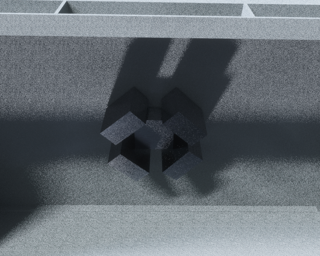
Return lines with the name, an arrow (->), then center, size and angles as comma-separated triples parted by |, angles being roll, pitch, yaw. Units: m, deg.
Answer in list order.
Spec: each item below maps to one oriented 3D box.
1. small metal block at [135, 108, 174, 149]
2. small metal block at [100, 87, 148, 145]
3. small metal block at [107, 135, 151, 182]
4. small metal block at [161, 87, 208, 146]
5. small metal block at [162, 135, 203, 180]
small metal block -> -0.007, 0.001, 0.407 | 0.050, 0.025, 0.050 | 0, 130, -1
small metal block -> -0.043, -0.015, 0.377 | 0.050, 0.050, 0.025 | -34, 122, 26
small metal block -> -0.040, 0.036, 0.421 | 0.025, 0.050, 0.050 | -37, 121, 28
small metal block -> 0.029, -0.014, 0.378 | 0.025, 0.050, 0.050 | -38, 122, 26
small metal block -> 0.028, 0.034, 0.418 | 0.025, 0.050, 0.050 | 33, 122, -26
